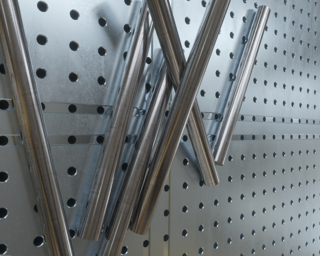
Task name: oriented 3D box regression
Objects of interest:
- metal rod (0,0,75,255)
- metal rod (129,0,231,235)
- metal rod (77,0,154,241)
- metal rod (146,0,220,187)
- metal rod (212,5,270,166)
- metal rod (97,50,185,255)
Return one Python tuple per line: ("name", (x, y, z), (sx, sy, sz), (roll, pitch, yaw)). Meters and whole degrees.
("metal rod", (-0.122, 0.018, 0.306), (0.025, 0.025, 0.298), (-16, 100, -39))
("metal rod", (0.022, -0.014, 0.376), (0.025, 0.025, 0.299), (16, 95, -39))
("metal rod", (-0.045, -0.022, 0.370), (0.025, 0.025, 0.299), (22, 76, -38))
("metal rod", (0.034, -0.044, 0.407), (0.025, 0.025, 0.299), (-39, 123, -33))
("metal rod", (0.137, -0.080, 0.522), (0.025, 0.025, 0.300), (33, 70, -35))
("metal rod", (-0.022, 0.031, 0.389), (0.025, 0.025, 0.299), (28, 72, -37))
